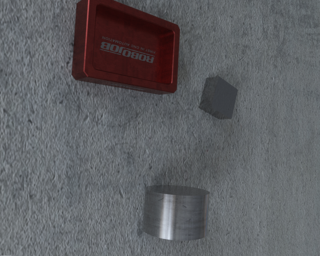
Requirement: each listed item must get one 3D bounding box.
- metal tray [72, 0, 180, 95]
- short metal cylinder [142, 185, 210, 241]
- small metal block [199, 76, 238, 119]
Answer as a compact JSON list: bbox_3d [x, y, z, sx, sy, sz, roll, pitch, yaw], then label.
[{"bbox_3d":[-0.035,-0.093,0.371,0.131,0.030,0.089,5,87,-40],"label":"metal tray"},{"bbox_3d":[0.020,0.102,0.386,0.081,0.080,0.050,6,86,-40],"label":"short metal cylinder"},{"bbox_3d":[0.091,-0.046,0.481,0.050,0.025,0.050,25,74,-37],"label":"small metal block"}]
